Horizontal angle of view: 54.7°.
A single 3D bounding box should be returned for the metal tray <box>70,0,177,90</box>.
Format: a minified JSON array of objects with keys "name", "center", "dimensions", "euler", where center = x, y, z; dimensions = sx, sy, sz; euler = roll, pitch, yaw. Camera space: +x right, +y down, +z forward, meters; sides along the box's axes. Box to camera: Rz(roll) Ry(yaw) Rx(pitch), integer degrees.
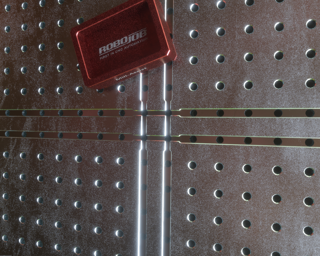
[{"name":"metal tray","center":[-0.053,-0.116,0.427],"dimensions":[0.130,0.030,0.090],"euler":[-18,84,18]}]
